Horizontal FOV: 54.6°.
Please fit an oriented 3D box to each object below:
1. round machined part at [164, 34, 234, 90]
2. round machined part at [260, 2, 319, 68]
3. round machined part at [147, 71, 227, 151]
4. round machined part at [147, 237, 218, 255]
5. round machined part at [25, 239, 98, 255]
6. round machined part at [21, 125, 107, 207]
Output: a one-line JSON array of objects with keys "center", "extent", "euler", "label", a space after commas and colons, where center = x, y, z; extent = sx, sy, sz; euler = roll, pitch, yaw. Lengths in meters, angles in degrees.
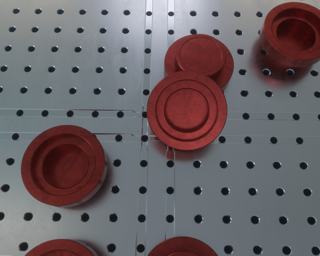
[{"center": [0.055, -0.092, 0.437], "extent": [0.099, 0.042, 0.098], "euler": [0, 70, 0], "label": "round machined part"}, {"center": [0.194, -0.130, 0.451], "extent": [0.099, 0.042, 0.098], "euler": [0, 70, 0], "label": "round machined part"}, {"center": [0.034, -0.023, 0.398], "extent": [0.098, 0.042, 0.097], "euler": [0, 96, 5], "label": "round machined part"}, {"center": [0.026, 0.171, 0.340], "extent": [0.099, 0.042, 0.098], "euler": [0, 70, 0], "label": "round machined part"}, {"center": [-0.107, 0.173, 0.339], "extent": [0.099, 0.042, 0.098], "euler": [0, 70, 0], "label": "round machined part"}, {"center": [-0.114, 0.049, 0.384], "extent": [0.099, 0.042, 0.098], "euler": [0, 70, 0], "label": "round machined part"}]
